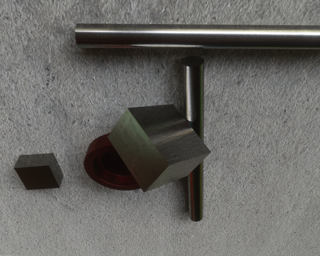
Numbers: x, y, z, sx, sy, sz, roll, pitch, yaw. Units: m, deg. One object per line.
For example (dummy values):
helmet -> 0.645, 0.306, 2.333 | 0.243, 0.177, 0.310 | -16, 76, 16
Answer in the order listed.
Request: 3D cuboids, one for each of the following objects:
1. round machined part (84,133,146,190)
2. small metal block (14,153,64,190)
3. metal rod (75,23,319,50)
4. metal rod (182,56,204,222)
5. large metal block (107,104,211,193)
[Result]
round machined part -> -0.051, 0.041, 0.427 | 0.099, 0.042, 0.097 | 2, 133, 2
small metal block -> -0.178, 0.065, 0.460 | 0.050, 0.025, 0.050 | -5, 130, 3
metal rod -> 0.066, -0.096, 0.326 | 0.302, 0.025, 0.025 | 0, 130, -1
metal rod -> 0.050, 0.039, 0.440 | 0.025, 0.025, 0.298 | -4, 130, 3
large metal block -> 0.000, 0.020, 0.366 | 0.081, 0.080, 0.050 | -10, 146, -49
